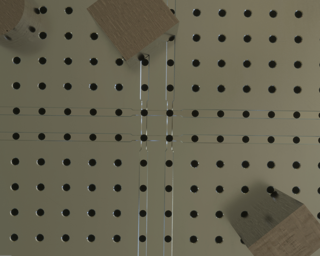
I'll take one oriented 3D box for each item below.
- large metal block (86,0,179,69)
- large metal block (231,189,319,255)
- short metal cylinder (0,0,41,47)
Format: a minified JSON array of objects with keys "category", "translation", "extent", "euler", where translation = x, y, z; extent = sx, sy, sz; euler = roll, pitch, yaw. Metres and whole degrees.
[{"category":"large metal block","translation":[-0.033,-0.137,0.400],"extent":[0.080,0.050,0.080],"euler":[-37,90,0]},{"category":"large metal block","translation":[0.146,0.129,0.387],"extent":[0.080,0.080,0.050],"euler":[-38,90,0]},{"category":"short metal cylinder","translation":[-0.204,-0.150,0.399],"extent":[0.081,0.050,0.080],"euler":[0,90,0]}]
